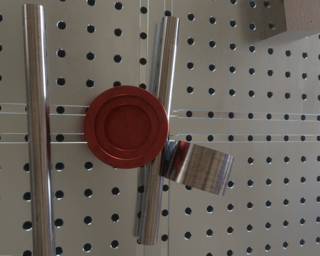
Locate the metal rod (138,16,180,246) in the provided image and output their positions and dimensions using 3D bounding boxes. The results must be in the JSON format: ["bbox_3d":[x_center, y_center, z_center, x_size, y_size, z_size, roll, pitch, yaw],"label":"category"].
[{"bbox_3d":[-0.001,0.002,0.413,0.025,0.025,0.298,7,88,-20],"label":"metal rod"}]

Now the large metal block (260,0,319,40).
[{"bbox_3d":[0.205,-0.183,0.477,0.081,0.050,0.079,-8,93,-20],"label":"large metal block"}]

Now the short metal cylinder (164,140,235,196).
[{"bbox_3d":[0.051,0.052,0.404,0.081,0.080,0.050,19,84,-19],"label":"short metal cylinder"}]

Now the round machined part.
[{"bbox_3d":[-0.039,-0.001,0.379,0.099,0.042,0.097,0,88,-1],"label":"round machined part"}]

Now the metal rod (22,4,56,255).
[{"bbox_3d":[-0.140,0.010,0.361,0.025,0.025,0.298,-3,91,-20],"label":"metal rod"}]
